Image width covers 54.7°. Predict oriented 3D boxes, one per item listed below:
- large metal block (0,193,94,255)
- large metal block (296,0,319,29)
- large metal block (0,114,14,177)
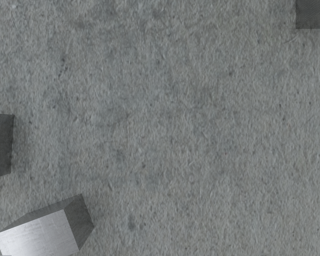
[{"bbox_3d":[-0.136,0.126,0.381,0.080,0.080,0.050,-20,90,0],"label":"large metal block"},{"bbox_3d":[0.211,-0.176,0.385,0.050,0.080,0.079,-1,90,0],"label":"large metal block"},{"bbox_3d":[-0.240,0.019,0.394,0.081,0.050,0.079,4,90,-1],"label":"large metal block"}]
